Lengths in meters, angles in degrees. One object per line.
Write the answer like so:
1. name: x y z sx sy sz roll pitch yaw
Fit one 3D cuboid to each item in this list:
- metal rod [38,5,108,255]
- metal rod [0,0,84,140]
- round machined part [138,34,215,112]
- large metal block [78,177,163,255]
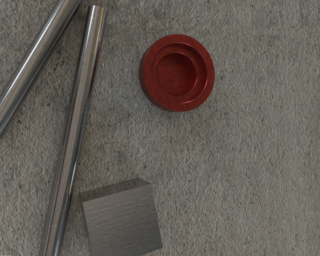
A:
1. metal rod: -0.102 0.002 0.371 0.025 0.025 0.298 12 86 -20
2. metal rod: -0.120 -0.125 0.364 0.025 0.025 0.299 30 80 -18
3. round machined part: 0.019 -0.070 0.408 0.099 0.042 0.097 0 90 -21
4. large metal block: -0.049 0.113 0.379 0.081 0.050 0.079 -12 94 -20
